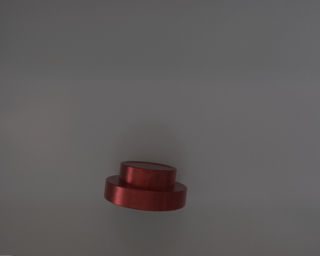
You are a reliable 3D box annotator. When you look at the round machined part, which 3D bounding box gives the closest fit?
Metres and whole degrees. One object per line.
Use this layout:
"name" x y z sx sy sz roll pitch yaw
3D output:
"round machined part" -0.016 0.066 0.375 0.099 0.098 0.042 7 90 0
